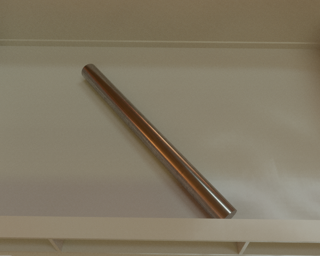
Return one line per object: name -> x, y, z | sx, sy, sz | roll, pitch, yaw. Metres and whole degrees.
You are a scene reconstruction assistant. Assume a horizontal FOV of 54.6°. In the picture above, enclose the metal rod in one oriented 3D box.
metal rod -> -0.019, 0.003, 0.402 | 0.025, 0.025, 0.300 | -30, 56, -23
